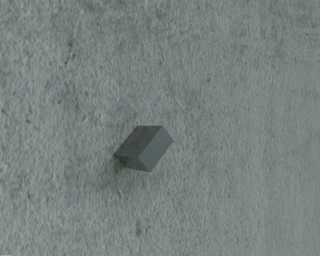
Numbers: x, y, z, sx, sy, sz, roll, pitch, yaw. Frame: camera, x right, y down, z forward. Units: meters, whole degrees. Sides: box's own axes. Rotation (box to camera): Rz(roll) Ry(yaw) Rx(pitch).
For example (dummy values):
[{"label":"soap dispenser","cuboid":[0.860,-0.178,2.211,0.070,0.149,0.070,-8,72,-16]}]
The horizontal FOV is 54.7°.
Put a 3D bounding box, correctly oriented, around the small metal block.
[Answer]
[{"label":"small metal block","cuboid":[-0.020,0.024,0.374,0.050,0.050,0.025,-53,121,-27]}]
